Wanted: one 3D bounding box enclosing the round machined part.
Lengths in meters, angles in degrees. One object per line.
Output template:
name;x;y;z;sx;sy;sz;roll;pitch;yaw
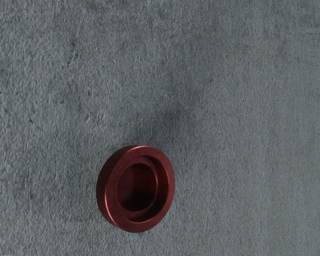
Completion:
round machined part;-0.032;0.069;0.366;0.099;0.042;0.097;0;90;-40
